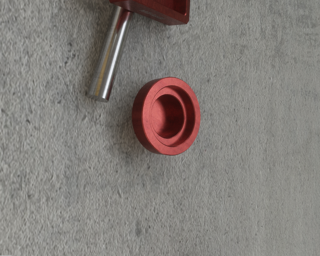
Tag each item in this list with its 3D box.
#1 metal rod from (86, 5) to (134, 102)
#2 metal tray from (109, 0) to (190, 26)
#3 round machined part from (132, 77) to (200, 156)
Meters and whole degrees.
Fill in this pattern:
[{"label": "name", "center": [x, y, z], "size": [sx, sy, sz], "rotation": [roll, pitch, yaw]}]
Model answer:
[{"label": "metal rod", "center": [-0.034, -0.175, 0.376], "size": [0.025, 0.025, 0.299], "rotation": [23, 75, -38]}, {"label": "metal tray", "center": [-0.006, -0.180, 0.366], "size": [0.131, 0.030, 0.089], "rotation": [-8, 103, -57]}, {"label": "round machined part", "center": [0.004, -0.015, 0.399], "size": [0.099, 0.042, 0.097], "rotation": [0, 90, -40]}]
